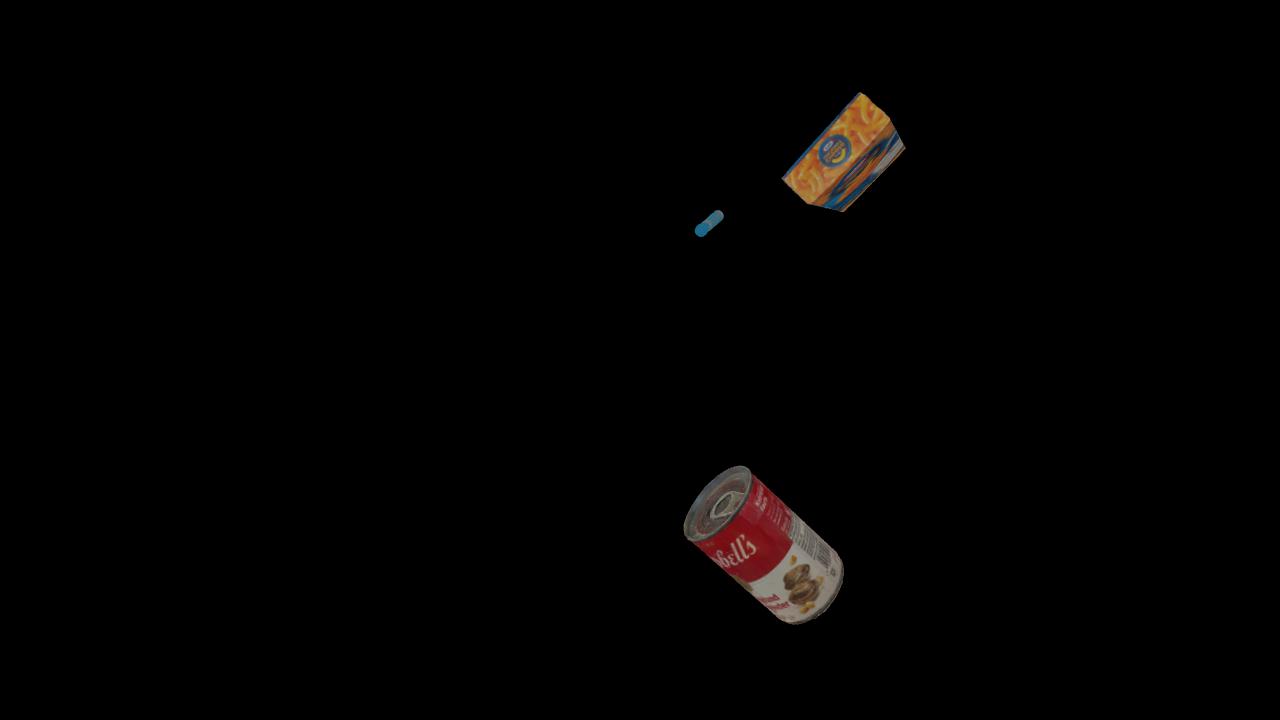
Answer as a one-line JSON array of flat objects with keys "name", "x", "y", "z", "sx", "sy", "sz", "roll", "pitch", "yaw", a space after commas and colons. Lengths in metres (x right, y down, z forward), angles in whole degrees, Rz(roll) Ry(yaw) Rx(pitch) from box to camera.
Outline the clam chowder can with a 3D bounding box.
[{"name": "clam chowder can", "x": 0.091, "y": 0.136, "z": 0.453, "sx": 0.102, "sy": 0.068, "sz": 0.068, "roll": 43, "pitch": -9, "yaw": -10}]

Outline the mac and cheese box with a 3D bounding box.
[{"name": "mac and cheese box", "x": 0.201, "y": -0.190, "z": 0.590, "sx": 0.093, "sy": 0.041, "sz": 0.184, "roll": -46, "pitch": -11, "yaw": 27}]

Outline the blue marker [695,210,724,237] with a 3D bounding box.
[{"name": "blue marker", "x": 0.107, "y": -0.210, "z": 0.946, "sx": 0.020, "sy": 0.020, "sz": 0.121, "roll": 0, "pitch": 23, "yaw": 21}]
